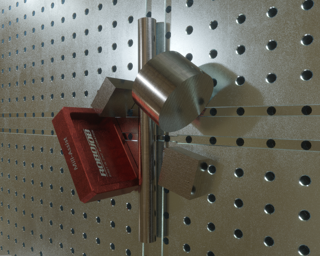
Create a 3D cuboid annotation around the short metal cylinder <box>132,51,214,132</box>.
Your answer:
[{"bbox_3d":[0.015,-0.042,0.359,0.050,0.081,0.080,45,117,30],"label":"short metal cylinder"}]

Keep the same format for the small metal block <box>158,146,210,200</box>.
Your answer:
[{"bbox_3d":[0.029,0.054,0.385,0.050,0.025,0.050,19,102,38],"label":"small metal block"}]

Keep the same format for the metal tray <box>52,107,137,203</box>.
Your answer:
[{"bbox_3d":[-0.087,0.033,0.435,0.030,0.091,0.130,-40,66,33],"label":"metal tray"}]

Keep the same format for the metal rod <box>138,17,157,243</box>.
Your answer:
[{"bbox_3d":[-0.017,0.003,0.421,0.025,0.025,0.298,0,90,39],"label":"metal rod"}]

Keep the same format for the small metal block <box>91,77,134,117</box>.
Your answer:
[{"bbox_3d":[-0.062,-0.043,0.441,0.025,0.050,0.050,49,119,28],"label":"small metal block"}]
